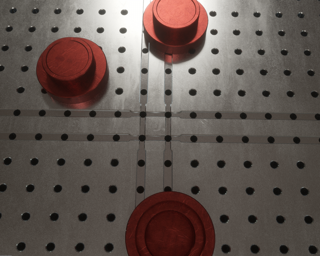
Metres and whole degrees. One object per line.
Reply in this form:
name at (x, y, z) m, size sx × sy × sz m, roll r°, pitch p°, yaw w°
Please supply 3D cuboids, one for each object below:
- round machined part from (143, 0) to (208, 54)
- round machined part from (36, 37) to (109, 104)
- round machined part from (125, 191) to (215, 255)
round machined part at (0.023, -0.164, 0.463) m, size 0.099 × 0.042 × 0.098 m, roll 0°, pitch 70°, yaw 0°
round machined part at (-0.124, -0.087, 0.433) m, size 0.099 × 0.042 × 0.098 m, roll 0°, pitch 70°, yaw -1°
round machined part at (0.011, 0.125, 0.357) m, size 0.099 × 0.042 × 0.098 m, roll 0°, pitch 70°, yaw -1°
